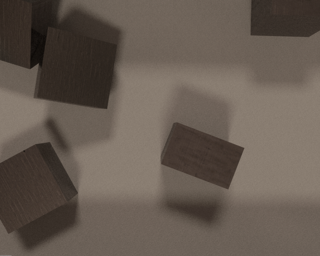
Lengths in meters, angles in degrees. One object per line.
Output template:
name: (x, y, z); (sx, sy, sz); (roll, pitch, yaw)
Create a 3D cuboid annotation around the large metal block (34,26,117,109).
large metal block: (-0.105, -0.070, 0.382); (0.081, 0.050, 0.080); (9, 90, -27)

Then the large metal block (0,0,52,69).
large metal block: (-0.184, -0.129, 0.379); (0.080, 0.050, 0.079); (17, 123, -1)

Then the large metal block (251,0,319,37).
large metal block: (0.166, -0.151, 0.386); (0.081, 0.080, 0.050); (1, 90, -1)

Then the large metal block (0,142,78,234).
large metal block: (-0.166, 0.073, 0.397); (0.080, 0.050, 0.080); (-29, 90, 0)

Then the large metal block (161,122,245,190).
large metal block: (0.047, 0.031, 0.385); (0.080, 0.080, 0.050); (21, 90, -1)
